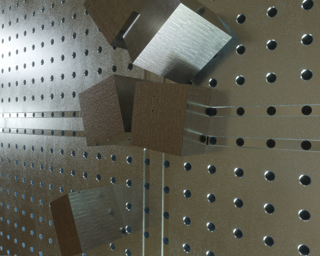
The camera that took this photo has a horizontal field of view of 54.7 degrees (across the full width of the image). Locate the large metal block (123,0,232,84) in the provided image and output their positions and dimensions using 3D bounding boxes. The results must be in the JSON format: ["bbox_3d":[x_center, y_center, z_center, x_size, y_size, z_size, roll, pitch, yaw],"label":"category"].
[{"bbox_3d":[0.018,-0.103,0.350,0.080,0.081,0.050,-45,47,30],"label":"large metal block"}]

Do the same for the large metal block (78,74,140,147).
[{"bbox_3d":[-0.067,-0.022,0.446,0.080,0.050,0.080,-20,78,38],"label":"large metal block"}]

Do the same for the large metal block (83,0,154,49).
[{"bbox_3d":[-0.039,-0.145,0.404,0.050,0.081,0.080,-48,62,29],"label":"large metal block"}]

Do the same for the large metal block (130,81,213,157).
[{"bbox_3d":[0.013,-0.013,0.381,0.080,0.050,0.079,10,96,39],"label":"large metal block"}]

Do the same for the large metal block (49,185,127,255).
[{"bbox_3d":[-0.105,0.136,0.458,0.050,0.081,0.080,-30,72,36],"label":"large metal block"}]
